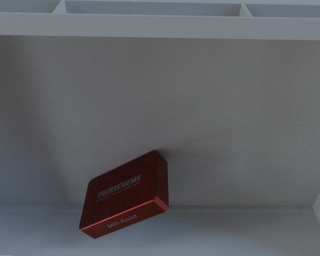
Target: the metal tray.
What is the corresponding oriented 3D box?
[{"bbox_3d":[-0.051,0.095,0.446,0.130,0.090,0.030,-27,125,20],"label":"metal tray"}]
